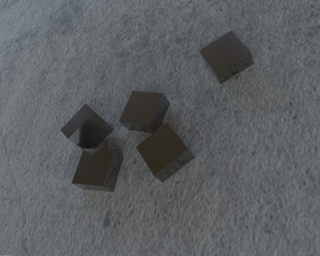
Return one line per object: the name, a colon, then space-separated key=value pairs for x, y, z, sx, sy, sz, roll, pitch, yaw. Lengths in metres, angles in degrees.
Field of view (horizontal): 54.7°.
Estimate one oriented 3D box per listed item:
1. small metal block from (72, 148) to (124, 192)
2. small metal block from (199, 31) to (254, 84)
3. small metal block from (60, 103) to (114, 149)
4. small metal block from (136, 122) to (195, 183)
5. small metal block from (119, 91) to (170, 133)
small metal block: x=-0.082 y=0.055 z=0.411 sx=0.050 sy=0.025 sz=0.050 roll=-1 pitch=61 yaw=27
small metal block: x=0.088 y=-0.095 z=0.415 sx=0.050 sy=0.025 sz=0.050 roll=-31 pitch=52 yaw=7
small metal block: x=-0.102 y=0.002 z=0.438 sx=0.050 sy=0.050 sz=0.025 roll=-48 pitch=52 yaw=-6
small metal block: x=0.006 y=0.030 z=0.381 sx=0.050 sy=0.025 sz=0.050 roll=-38 pitch=51 yaw=2
small metal block: x=-0.021 y=-0.022 z=0.427 sx=0.050 sy=0.025 sz=0.050 roll=8 pitch=66 yaw=31
